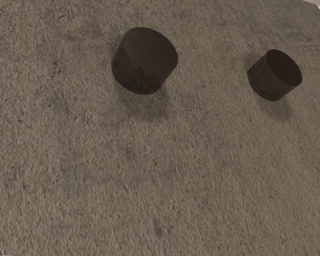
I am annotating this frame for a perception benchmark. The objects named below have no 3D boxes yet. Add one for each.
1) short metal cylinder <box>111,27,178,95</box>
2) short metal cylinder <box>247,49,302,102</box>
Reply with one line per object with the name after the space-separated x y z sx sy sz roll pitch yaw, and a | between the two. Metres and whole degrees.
-0.022 -0.094 0.435 0.081 0.050 0.080 14 56 -21 | short metal cylinder
0.207 -0.095 0.560 0.081 0.050 0.080 14 56 -21 | short metal cylinder
